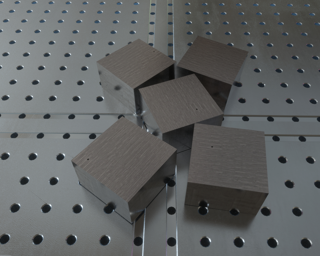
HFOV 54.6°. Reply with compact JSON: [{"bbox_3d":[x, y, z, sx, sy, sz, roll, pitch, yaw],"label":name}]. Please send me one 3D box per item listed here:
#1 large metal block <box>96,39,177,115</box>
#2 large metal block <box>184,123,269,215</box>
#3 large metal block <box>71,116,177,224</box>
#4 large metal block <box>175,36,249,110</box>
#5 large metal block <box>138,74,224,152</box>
[{"bbox_3d":[-0.033,-0.078,0.457,0.080,0.050,0.080,-37,59,-26],"label":"large metal block"},{"bbox_3d":[0.074,0.045,0.354,0.080,0.050,0.080,7,50,5],"label":"large metal block"},{"bbox_3d":[-0.038,0.045,0.352,0.080,0.050,0.080,30,56,23],"label":"large metal block"},{"bbox_3d":[0.076,-0.084,0.461,0.080,0.050,0.080,22,54,14],"label":"large metal block"},{"bbox_3d":[0.025,-0.018,0.406,0.081,0.050,0.080,-18,52,-14],"label":"large metal block"}]
